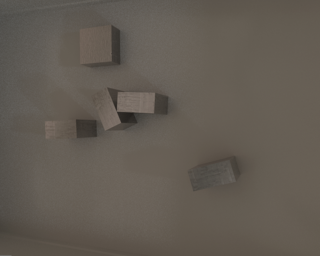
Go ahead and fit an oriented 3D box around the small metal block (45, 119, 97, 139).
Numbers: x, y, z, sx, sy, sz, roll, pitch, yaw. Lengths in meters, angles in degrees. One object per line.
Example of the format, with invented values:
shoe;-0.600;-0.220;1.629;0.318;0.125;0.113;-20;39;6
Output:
small metal block;-0.126;0.002;0.442;0.050;0.050;0.025;-3;89;20

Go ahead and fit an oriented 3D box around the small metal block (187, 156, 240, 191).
small metal block;0.066;0.054;0.374;0.050;0.050;0.025;-17;84;19

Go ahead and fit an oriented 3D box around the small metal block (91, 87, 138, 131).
small metal block;-0.060;-0.024;0.418;0.025;0.050;0.050;-25;82;18

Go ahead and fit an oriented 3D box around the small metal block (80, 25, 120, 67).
small metal block;-0.085;-0.115;0.441;0.050;0.025;0.050;-1;90;20

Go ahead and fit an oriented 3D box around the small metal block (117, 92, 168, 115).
small metal block;-0.021;-0.032;0.405;0.050;0.050;0.025;4;91;20
